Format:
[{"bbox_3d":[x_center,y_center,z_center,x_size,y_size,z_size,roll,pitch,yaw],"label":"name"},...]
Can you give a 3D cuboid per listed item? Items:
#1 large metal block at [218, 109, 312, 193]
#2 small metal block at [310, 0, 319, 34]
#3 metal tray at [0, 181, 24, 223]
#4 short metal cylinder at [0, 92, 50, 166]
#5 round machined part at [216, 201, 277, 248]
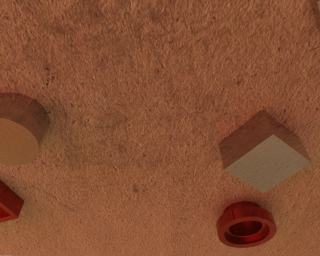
[{"bbox_3d":[0.140,0.034,0.422,0.080,0.050,0.080,31,123,-24],"label":"large metal block"},{"bbox_3d":[0.183,-0.121,0.307,0.050,0.025,0.050,-26,126,20],"label":"small metal block"},{"bbox_3d":[-0.306,0.124,0.504,0.130,0.030,0.090,-17,129,13],"label":"metal tray"},{"bbox_3d":[-0.187,0.002,0.390,0.081,0.050,0.079,0,130,0],"label":"short metal cylinder"},{"bbox_3d":[0.147,0.164,0.539,0.099,0.042,0.097,-1,130,0],"label":"round machined part"}]
